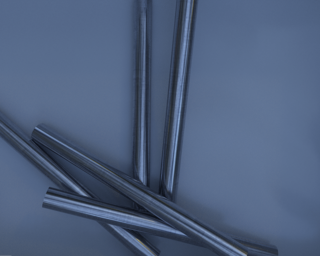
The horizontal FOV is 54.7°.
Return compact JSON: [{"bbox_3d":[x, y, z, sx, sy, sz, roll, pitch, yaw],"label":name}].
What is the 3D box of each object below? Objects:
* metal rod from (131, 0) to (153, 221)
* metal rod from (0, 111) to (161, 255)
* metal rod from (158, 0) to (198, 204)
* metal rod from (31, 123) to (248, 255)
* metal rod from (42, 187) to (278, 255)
[{"bbox_3d":[-0.024,-0.023,0.411,0.025,0.025,0.298,1,90,0],"label":"metal rod"},{"bbox_3d":[-0.121,0.071,0.405,0.300,0.025,0.025,41,90,2],"label":"metal rod"},{"bbox_3d":[0.021,-0.029,0.380,0.025,0.025,0.298,5,102,0],"label":"metal rod"},{"bbox_3d":[-0.032,0.078,0.385,0.301,0.025,0.025,30,90,10],"label":"metal rod"},{"bbox_3d":[0.008,0.125,0.390,0.302,0.025,0.025,17,90,-9],"label":"metal rod"}]
